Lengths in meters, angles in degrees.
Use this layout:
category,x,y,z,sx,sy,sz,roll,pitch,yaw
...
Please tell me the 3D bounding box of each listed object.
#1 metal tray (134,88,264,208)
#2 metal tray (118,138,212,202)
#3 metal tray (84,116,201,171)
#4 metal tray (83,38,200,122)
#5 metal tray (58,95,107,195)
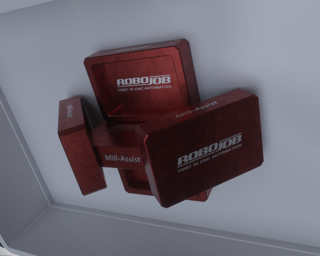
category,x,y,z,sx,sy,sz,roll,pitch,yaw
metal tray,0.047,0.020,0.335,0.030,0.131,0.089,-139,32,-60
metal tray,0.002,0.053,0.433,0.130,0.030,0.089,0,119,27
metal tray,-0.025,0.013,0.386,0.130,0.090,0.030,0,118,27
metal tray,-0.022,-0.054,0.381,0.130,0.030,0.089,-1,119,27
metal tray,-0.105,0.017,0.414,0.030,0.130,0.089,-18,115,-9
